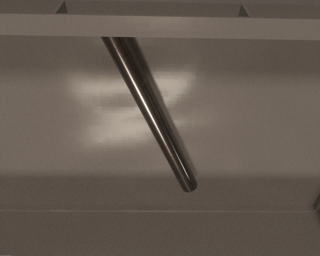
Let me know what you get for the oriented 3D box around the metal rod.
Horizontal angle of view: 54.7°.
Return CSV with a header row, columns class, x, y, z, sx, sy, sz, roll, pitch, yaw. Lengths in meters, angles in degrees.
class,x,y,z,sx,sy,sz,roll,pitch,yaw
metal rod,-0.007,-0.015,0.396,0.025,0.025,0.299,-17,129,13
